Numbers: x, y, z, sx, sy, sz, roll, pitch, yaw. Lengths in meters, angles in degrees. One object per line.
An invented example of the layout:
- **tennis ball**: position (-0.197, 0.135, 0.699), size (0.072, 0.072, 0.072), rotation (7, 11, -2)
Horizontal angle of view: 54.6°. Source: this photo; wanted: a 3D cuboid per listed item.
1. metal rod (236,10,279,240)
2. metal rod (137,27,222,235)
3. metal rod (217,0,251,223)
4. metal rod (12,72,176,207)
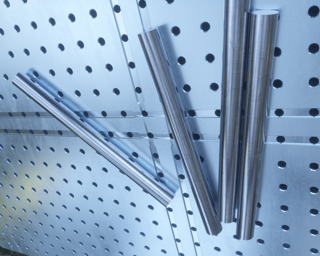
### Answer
- **metal rod**: position (0.109, 0.020, 0.365), size (0.025, 0.025, 0.298), rotation (9, 123, 23)
- **metal rod**: position (0.033, 0.020, 0.406), size (0.025, 0.025, 0.299), rotation (-6, 116, 31)
- **metal rod**: position (0.083, -0.003, 0.365), size (0.025, 0.025, 0.298), rotation (10, 123, 23)
- **metal rod**: position (-0.102, 0.016, 0.475), size (0.300, 0.025, 0.025), rotation (39, 129, 2)
